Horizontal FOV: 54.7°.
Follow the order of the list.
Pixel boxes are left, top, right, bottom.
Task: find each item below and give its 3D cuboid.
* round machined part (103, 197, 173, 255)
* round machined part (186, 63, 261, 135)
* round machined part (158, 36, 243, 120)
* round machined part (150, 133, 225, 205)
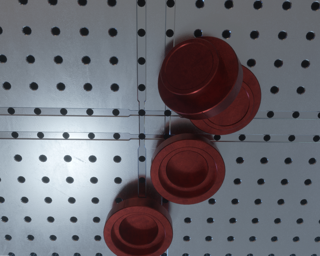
[{"bbox_3d":[-0.031,0.144,0.457,0.099,0.042,0.097,0,110,-1],"label":"round machined part"},{"bbox_3d":[0.080,-0.036,0.392,0.099,0.042,0.097,0,110,-1],"label":"round machined part"},{"bbox_3d":[0.040,-0.062,0.352,0.098,0.098,0.042,-39,149,12],"label":"round machined part"},{"bbox_3d":[0.036,0.052,0.424,0.099,0.042,0.097,0,110,-1],"label":"round machined part"}]
